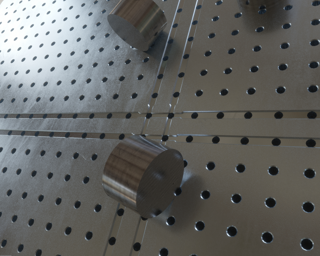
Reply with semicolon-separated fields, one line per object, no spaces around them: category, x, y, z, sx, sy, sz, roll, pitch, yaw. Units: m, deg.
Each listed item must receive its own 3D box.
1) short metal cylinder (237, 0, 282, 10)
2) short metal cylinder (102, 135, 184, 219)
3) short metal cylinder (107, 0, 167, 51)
short metal cylinder;0.146;-0.220;0.450;0.080;0.050;0.080;-13;56;21
short metal cylinder;-0.017;0.053;0.348;0.050;0.080;0.080;20;72;35
short metal cylinder;-0.036;-0.169;0.494;0.080;0.080;0.050;28;77;37
